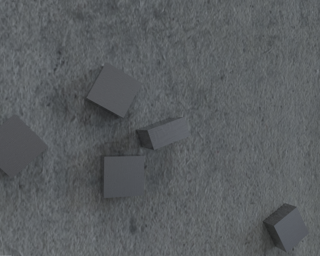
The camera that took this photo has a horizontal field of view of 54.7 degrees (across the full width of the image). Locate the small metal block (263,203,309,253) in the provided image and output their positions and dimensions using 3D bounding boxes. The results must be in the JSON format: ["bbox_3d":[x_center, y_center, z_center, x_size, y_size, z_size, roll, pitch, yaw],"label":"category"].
[{"bbox_3d":[0.197,0.155,0.484,0.050,0.025,0.050,-31,101,-18],"label":"small metal block"}]

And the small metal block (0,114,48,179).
[{"bbox_3d":[-0.164,0.020,0.349,0.050,0.025,0.050,-45,104,-15],"label":"small metal block"}]

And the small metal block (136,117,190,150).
[{"bbox_3d":[0.003,0.006,0.398,0.050,0.050,0.025,-20,97,-19],"label":"small metal block"}]

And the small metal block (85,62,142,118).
[{"bbox_3d":[-0.059,-0.046,0.388,0.050,0.025,0.050,29,80,-18],"label":"small metal block"}]

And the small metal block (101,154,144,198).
[{"bbox_3d":[-0.048,0.060,0.392,0.050,0.025,0.050,1,90,-21],"label":"small metal block"}]
